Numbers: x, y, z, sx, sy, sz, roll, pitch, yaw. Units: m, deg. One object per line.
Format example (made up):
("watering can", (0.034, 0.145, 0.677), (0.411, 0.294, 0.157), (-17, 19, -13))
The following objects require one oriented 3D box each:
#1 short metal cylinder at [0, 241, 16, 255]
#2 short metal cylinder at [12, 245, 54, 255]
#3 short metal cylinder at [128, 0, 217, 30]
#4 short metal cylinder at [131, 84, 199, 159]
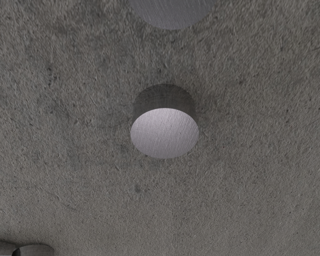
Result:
("short metal cylinder", (-0.316, 0.256, 0.586), (0.050, 0.080, 0.080), (22, 127, -17))
("short metal cylinder", (-0.251, 0.272, 0.609), (0.081, 0.050, 0.080), (-9, 136, -8))
("short metal cylinder", (0.011, -0.136, 0.275), (0.081, 0.050, 0.079), (0, 130, 0))
("short metal cylinder", (0.006, -0.008, 0.384), (0.081, 0.050, 0.079), (0, 130, 0))
